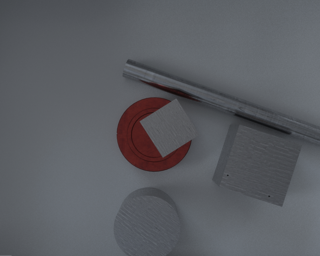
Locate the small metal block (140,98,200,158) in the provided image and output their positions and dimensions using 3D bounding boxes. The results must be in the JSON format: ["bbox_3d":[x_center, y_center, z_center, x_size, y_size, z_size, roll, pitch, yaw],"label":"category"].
[{"bbox_3d":[0.011,0.000,0.370,0.050,0.025,0.050,-32,91,-1],"label":"small metal block"}]

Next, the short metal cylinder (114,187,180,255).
[{"bbox_3d":[-0.016,0.121,0.399,0.081,0.050,0.079,0,90,-1],"label":"short metal cylinder"}]

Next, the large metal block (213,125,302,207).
[{"bbox_3d":[0.122,0.046,0.401,0.080,0.050,0.080,18,90,-1],"label":"large metal block"}]

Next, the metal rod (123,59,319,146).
[{"bbox_3d":[0.097,-0.030,0.412,0.302,0.025,0.025,19,90,-1],"label":"metal rod"}]

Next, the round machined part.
[{"bbox_3d":[-0.007,0.009,0.403,0.099,0.042,0.097,0,90,-1],"label":"round machined part"}]
